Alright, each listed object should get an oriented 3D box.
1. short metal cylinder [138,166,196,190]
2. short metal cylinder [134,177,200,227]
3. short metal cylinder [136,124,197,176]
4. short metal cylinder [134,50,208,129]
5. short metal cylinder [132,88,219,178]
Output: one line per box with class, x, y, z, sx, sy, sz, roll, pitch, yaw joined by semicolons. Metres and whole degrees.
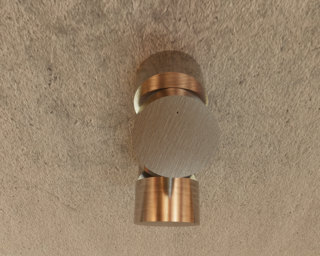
short metal cylinder;0.010;0.061;0.444;0.081;0.050;0.079;0;130;0
short metal cylinder;0.009;0.094;0.385;0.080;0.050;0.080;1;158;1
short metal cylinder;0.011;0.017;0.388;0.081;0.080;0.050;1;130;-1
short metal cylinder;0.012;-0.042;0.357;0.081;0.050;0.079;0;130;0
short metal cylinder;0.014;0.003;0.310;0.081;0.050;0.079;0;105;-1
